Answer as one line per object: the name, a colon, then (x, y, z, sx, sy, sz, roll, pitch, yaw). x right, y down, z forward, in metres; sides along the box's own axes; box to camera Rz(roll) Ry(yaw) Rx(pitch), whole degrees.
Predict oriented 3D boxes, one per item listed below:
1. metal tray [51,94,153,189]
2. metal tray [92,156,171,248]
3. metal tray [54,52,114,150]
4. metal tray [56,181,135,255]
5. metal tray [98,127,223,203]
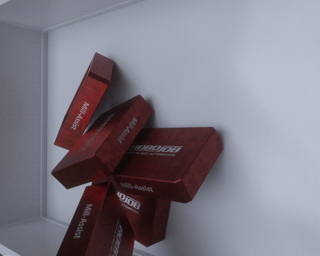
metal tray: (-0.072, 0.016, 0.405, 0.090, 0.130, 0.030, -22, 115, 38)
metal tray: (-0.046, 0.098, 0.442, 0.130, 0.030, 0.089, 16, 100, 39)
metal tray: (-0.114, -0.039, 0.466, 0.129, 0.030, 0.090, -56, 20, 25)
metal tray: (-0.061, 0.128, 0.316, 0.030, 0.130, 0.090, -14, 113, 9)
metal tray: (-0.003, 0.038, 0.367, 0.130, 0.090, 0.030, -1, 126, 40)
